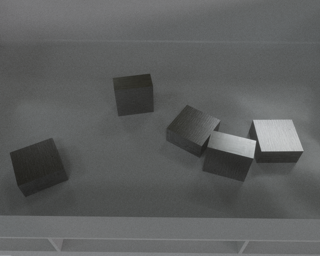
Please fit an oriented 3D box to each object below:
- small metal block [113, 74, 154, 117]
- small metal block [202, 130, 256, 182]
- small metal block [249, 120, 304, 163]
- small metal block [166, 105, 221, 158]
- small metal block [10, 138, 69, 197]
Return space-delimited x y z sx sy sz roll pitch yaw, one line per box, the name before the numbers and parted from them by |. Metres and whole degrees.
small metal block | -0.036 -0.045 0.426 0.050 0.050 0.025 -8 51 -7
small metal block | 0.080 0.033 0.361 0.050 0.050 0.025 14 52 11
small metal block | 0.145 0.016 0.392 0.050 0.025 0.050 0 50 -1
small metal block | 0.043 0.003 0.402 0.050 0.025 0.050 27 55 21
small metal block | -0.143 0.045 0.366 0.050 0.025 0.050 -21 53 -17
